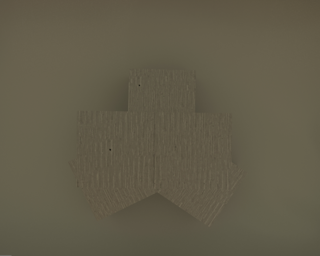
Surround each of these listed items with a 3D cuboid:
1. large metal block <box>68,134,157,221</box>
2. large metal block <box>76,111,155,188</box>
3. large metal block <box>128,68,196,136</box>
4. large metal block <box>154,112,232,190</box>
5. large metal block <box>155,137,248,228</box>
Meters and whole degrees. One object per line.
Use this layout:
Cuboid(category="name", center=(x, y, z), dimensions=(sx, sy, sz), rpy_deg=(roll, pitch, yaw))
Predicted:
Cuboid(category="large metal block", center=(-0.057, 0.059, 0.397), dimensions=(0.080, 0.050, 0.080), rpy_deg=(-26, 90, 0))
Cuboid(category="large metal block", center=(-0.046, 0.022, 0.347), dimensions=(0.081, 0.050, 0.080), rpy_deg=(1, 90, 0))
Cuboid(category="large metal block", center=(0.002, -0.031, 0.397), dimensions=(0.081, 0.050, 0.080), rpy_deg=(2, 90, 0))
Cuboid(category="large metal block", center=(0.034, 0.024, 0.346), dimensions=(0.081, 0.050, 0.080), rpy_deg=(1, 90, 0))
Cuboid(category="large metal block", center=(0.050, 0.064, 0.396), dimensions=(0.080, 0.050, 0.080), rpy_deg=(34, 90, 0))
